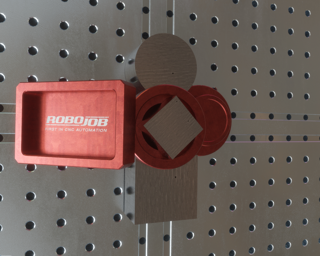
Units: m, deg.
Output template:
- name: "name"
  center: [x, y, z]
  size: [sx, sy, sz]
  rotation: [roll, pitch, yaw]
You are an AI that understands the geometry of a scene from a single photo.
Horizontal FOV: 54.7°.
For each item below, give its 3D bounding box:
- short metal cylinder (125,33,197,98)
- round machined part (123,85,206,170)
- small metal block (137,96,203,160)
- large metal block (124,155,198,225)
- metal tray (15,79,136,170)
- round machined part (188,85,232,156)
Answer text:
- name: "short metal cylinder"
  center: [0.000, -0.075, 0.399]
  size: [0.081, 0.050, 0.080]
  rotation: [0, 90, -20]
- name: "round machined part"
  center: [0.002, -0.001, 0.373]
  size: [0.099, 0.042, 0.097]
  rotation: [0, 90, -20]
- name: "small metal block"
  center: [0.012, -0.001, 0.351]
  size: [0.050, 0.025, 0.050]
  rotation: [-43, 104, -15]
- name: "large metal block"
  center: [0.000, 0.073, 0.396]
  size: [0.081, 0.050, 0.080]
  rotation: [1, 90, -20]
- name: "metal tray"
  center: [-0.093, -0.005, 0.337]
  size: [0.130, 0.030, 0.089]
  rotation: [1, 90, 17]
- name: "round machined part"
  center: [0.056, -0.010, 0.423]
  size: [0.099, 0.042, 0.097]
  rotation: [0, 90, -20]
